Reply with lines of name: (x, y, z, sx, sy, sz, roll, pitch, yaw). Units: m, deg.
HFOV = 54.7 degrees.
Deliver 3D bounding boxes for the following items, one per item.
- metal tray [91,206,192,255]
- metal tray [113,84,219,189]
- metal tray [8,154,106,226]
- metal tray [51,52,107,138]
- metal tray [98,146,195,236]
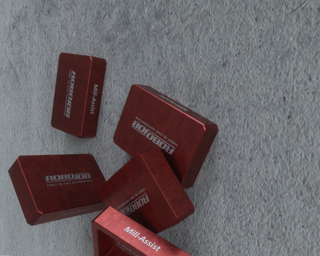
metal tray: (-0.024, 0.163, 0.381, 0.130, 0.030, 0.089, 24, 129, 24)
metal tray: (0.001, 0.008, 0.401, 0.130, 0.030, 0.089, 34, 111, 35)
metal tray: (-0.138, 0.083, 0.450, 0.030, 0.131, 0.090, -46, 63, 25)
metal tray: (-0.137, -0.056, 0.515, 0.090, 0.030, 0.129, 17, 101, 38)
metal tray: (-0.024, 0.091, 0.395, 0.129, 0.030, 0.090, -44, 73, 45)
